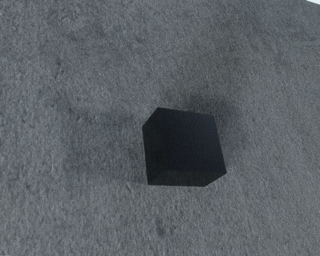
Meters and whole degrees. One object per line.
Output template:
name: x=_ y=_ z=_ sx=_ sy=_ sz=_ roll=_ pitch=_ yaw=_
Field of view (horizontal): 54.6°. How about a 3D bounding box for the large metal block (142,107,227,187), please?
large metal block: x=0.028 y=0.026 z=0.386 sx=0.081 sy=0.050 sz=0.080 roll=7 pitch=59 yaw=-25
